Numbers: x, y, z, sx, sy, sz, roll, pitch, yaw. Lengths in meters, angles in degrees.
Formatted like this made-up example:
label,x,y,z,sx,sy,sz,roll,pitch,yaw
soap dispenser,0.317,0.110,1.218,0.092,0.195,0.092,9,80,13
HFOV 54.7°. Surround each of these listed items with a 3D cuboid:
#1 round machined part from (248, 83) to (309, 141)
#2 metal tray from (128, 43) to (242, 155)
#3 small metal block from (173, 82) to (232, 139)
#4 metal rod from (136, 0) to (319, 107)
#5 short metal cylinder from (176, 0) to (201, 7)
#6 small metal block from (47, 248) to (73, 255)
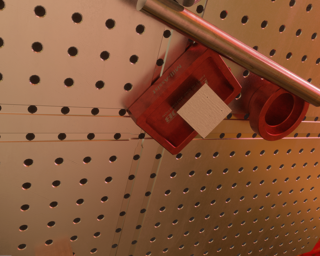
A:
label,x,y,z,sx,sy,sz,roll,pitch,yaw
round machined part,0.177,-0.032,0.477,0.099,0.042,0.097,-14,124,-21
metal tray,0.035,-0.036,0.404,0.130,0.030,0.090,-45,129,3
small metal block,0.054,-0.023,0.397,0.050,0.025,0.050,44,93,-15
metal rod,0.107,-0.084,0.374,0.302,0.025,0.025,18,109,-30
short metal cylinder,0.031,-0.164,0.291,0.050,0.080,0.080,-33,129,-7
small metal block,-0.151,0.212,0.460,0.050,0.025,0.050,-13,124,-21
